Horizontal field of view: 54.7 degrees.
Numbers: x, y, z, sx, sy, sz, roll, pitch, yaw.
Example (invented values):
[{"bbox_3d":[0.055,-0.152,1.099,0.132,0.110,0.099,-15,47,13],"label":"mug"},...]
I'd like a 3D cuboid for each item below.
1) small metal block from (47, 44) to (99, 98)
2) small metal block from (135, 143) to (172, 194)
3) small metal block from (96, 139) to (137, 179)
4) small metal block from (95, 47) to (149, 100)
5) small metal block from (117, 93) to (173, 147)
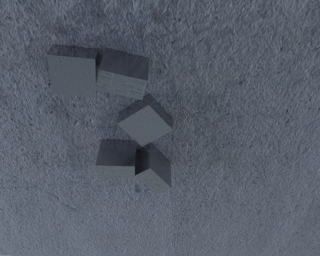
[{"bbox_3d":[-0.096,-0.064,0.352,0.050,0.025,0.050,5,130,-4],"label":"small metal block"},{"bbox_3d":[-0.009,0.057,0.439,0.025,0.050,0.050,-28,125,22],"label":"small metal block"},{"bbox_3d":[-0.058,0.042,0.426,0.050,0.050,0.025,2,130,-2],"label":"small metal block"},{"bbox_3d":[-0.040,-0.060,0.339,0.050,0.050,0.025,12,129,-10],"label":"small metal block"},{"bbox_3d":[-0.018,-0.009,0.399,0.050,0.025,0.050,-30,124,22],"label":"small metal block"}]
